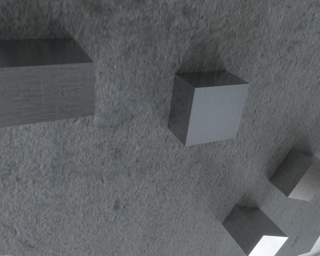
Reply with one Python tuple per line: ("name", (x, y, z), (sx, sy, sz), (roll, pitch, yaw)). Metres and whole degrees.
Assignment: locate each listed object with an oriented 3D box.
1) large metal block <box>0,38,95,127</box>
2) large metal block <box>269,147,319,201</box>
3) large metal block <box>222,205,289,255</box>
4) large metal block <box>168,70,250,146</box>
("large metal block", (-0.110, -0.046, 0.283), (0.081, 0.080, 0.050), (-9, 123, -24))
("large metal block", (0.274, 0.091, 0.601), (0.081, 0.050, 0.080), (17, 109, -35))
("large metal block", (0.182, 0.198, 0.596), (0.081, 0.080, 0.050), (18, 109, -36))
("large metal block", (0.062, -0.028, 0.409), (0.081, 0.050, 0.079), (-8, 122, -25))
